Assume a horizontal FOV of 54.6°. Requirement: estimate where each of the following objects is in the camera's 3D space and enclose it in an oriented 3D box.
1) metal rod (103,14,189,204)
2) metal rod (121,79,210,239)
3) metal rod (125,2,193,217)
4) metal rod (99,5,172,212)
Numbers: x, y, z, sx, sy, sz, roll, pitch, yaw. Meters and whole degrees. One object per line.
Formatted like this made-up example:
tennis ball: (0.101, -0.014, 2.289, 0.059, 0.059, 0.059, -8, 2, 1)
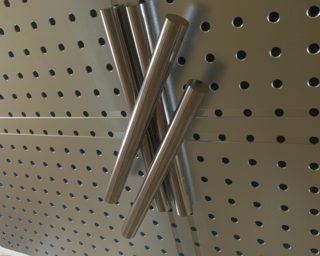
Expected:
metal rod: (-0.030, 0.001, 0.397, 0.025, 0.025, 0.298, 30, 128, 9)
metal rod: (-0.005, 0.063, 0.421, 0.025, 0.025, 0.298, 30, 128, 9)
metal rod: (0.005, -0.005, 0.406, 0.025, 0.025, 0.298, 1, 119, 28)
metal rod: (-0.026, -0.008, 0.421, 0.025, 0.025, 0.298, 1, 119, 28)
